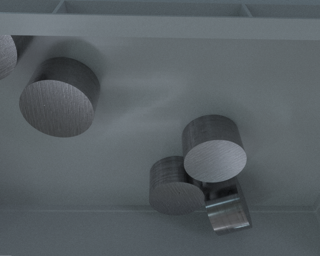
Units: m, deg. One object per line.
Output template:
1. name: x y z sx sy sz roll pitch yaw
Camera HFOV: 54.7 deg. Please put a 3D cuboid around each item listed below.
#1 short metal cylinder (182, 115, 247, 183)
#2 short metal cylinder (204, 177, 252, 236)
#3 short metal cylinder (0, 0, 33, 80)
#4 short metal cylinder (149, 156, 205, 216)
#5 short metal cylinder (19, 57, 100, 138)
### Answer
1. short metal cylinder: 0.071 0.029 0.418 0.081 0.050 0.079 0 130 0
2. short metal cylinder: 0.104 0.119 0.476 0.050 0.080 0.080 -20 128 15
3. short metal cylinder: -0.177 -0.094 0.310 0.081 0.050 0.079 0 130 0
4. short metal cylinder: 0.024 0.088 0.468 0.081 0.050 0.079 0 130 0
5. short metal cylinder: -0.114 -0.035 0.361 0.081 0.050 0.079 0 130 0
